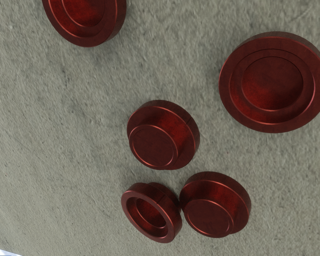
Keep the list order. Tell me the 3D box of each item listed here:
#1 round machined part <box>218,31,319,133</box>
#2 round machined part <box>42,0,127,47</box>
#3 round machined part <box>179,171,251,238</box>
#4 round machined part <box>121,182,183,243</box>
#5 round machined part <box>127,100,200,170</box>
[{"bbox_3d":[0.112,-0.047,0.308,0.098,0.042,0.097,13,124,20],"label":"round machined part"},{"bbox_3d":[-0.080,-0.144,0.347,0.098,0.042,0.097,13,124,20],"label":"round machined part"},{"bbox_3d":[0.072,0.112,0.426,0.098,0.042,0.097,13,124,20],"label":"round machined part"},{"bbox_3d":[-0.007,0.121,0.465,0.098,0.042,0.097,22,132,27],"label":"round machined part"},{"bbox_3d":[-0.001,0.016,0.405,0.098,0.042,0.097,13,124,20],"label":"round machined part"}]
